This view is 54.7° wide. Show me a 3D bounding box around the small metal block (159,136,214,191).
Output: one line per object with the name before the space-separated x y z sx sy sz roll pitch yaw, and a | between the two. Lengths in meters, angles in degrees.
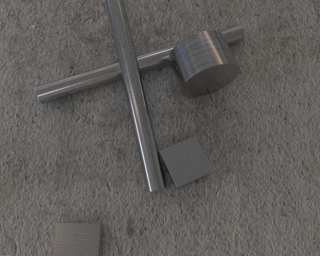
small metal block | 0.032 0.045 0.392 0.050 0.025 0.050 -22 72 -8

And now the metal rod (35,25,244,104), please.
metal rod | -0.023 -0.093 0.441 0.302 0.025 0.025 -19 71 -7

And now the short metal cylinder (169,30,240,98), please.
short metal cylinder | 0.057 -0.082 0.409 0.081 0.080 0.050 -17 71 -6

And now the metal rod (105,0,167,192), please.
metal rod | -0.037 -0.067 0.408 0.025 0.025 0.299 -12 79 -5

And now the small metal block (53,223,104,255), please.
small metal block | -0.094 0.137 0.357 0.050 0.025 0.050 1 70 0
